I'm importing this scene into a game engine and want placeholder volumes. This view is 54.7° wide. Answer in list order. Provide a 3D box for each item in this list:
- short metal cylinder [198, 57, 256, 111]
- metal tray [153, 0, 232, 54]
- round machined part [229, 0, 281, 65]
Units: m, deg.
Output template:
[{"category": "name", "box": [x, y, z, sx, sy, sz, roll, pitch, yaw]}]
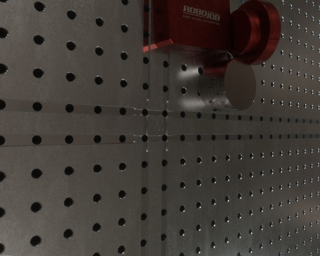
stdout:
[{"category": "short metal cylinder", "box": [0.106, -0.066, 0.484, 0.081, 0.050, 0.079, 0, 90, -40]}, {"category": "metal tray", "box": [0.051, -0.159, 0.450, 0.131, 0.030, 0.089, -6, 94, -40]}, {"category": "round machined part", "box": [0.135, -0.147, 0.481, 0.042, 0.098, 0.097, -4, 93, -24]}]
